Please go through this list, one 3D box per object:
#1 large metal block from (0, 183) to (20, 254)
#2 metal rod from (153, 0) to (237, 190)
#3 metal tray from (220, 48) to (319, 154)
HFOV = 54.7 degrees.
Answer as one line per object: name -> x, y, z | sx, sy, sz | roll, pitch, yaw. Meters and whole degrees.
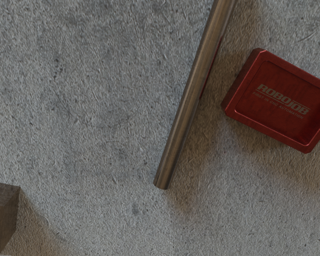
large metal block -> -0.253, 0.122, 0.439 | 0.080, 0.050, 0.079 | 12, 110, -5
metal rod -> 0.045, -0.054, 0.390 | 0.025, 0.025, 0.298 | 16, 109, -6
metal tray -> 0.157, -0.033, 0.396 | 0.131, 0.030, 0.089 | 25, 108, -9
